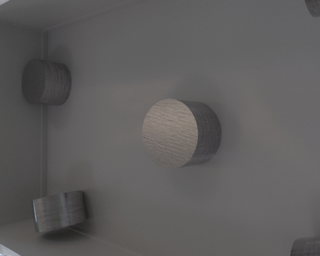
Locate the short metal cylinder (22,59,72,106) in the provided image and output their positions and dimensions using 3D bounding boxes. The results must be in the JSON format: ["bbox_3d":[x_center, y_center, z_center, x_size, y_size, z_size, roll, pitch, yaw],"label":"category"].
[{"bbox_3d":[-0.205,-0.081,0.560,0.080,0.050,0.080,0,90,40],"label":"short metal cylinder"}]

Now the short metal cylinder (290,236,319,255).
[{"bbox_3d":[0.148,0.128,0.249,0.050,0.081,0.080,-24,75,37],"label":"short metal cylinder"}]

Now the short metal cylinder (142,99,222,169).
[{"bbox_3d":[0.025,0.007,0.370,0.080,0.050,0.080,0,90,40],"label":"short metal cylinder"}]

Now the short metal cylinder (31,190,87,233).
[{"bbox_3d":[-0.164,0.135,0.507,0.080,0.081,0.050,-21,77,38],"label":"short metal cylinder"}]

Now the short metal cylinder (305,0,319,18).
[{"bbox_3d":[0.149,-0.135,0.248,0.050,0.081,0.080,0,90,40],"label":"short metal cylinder"}]
